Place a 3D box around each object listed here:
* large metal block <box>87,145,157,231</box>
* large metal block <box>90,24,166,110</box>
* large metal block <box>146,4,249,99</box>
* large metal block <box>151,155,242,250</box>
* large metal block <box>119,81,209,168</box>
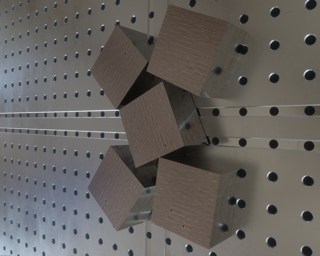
[{"bbox_3d":[-0.045,0.080,0.430,0.080,0.050,0.080,45,117,31],"label":"large metal block"},{"bbox_3d":[-0.041,-0.081,0.428,0.080,0.050,0.080,-52,59,28],"label":"large metal block"},{"bbox_3d":[0.041,-0.087,0.358,0.080,0.050,0.080,31,110,33],"label":"large metal block"},{"bbox_3d":[0.041,0.080,0.360,0.080,0.050,0.080,12,97,39],"label":"large metal block"},{"bbox_3d":[0.003,-0.002,0.391,0.080,0.050,0.080,-28,72,36],"label":"large metal block"}]
